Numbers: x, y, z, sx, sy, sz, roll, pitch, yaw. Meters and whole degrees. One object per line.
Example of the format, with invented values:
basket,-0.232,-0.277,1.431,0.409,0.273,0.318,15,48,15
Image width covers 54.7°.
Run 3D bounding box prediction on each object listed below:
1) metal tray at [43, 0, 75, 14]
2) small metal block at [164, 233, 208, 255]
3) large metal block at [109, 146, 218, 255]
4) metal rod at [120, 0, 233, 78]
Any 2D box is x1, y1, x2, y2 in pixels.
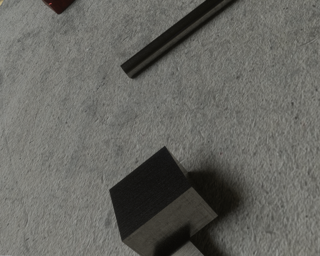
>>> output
metal tray,-0.212,-0.328,0.713,0.130,0.030,0.090,-45,51,-3
small metal block,0.026,0.142,0.303,0.050,0.025,0.050,-48,51,-6
large metal block,0.000,0.077,0.324,0.080,0.050,0.080,-39,30,2
metal rod,0.066,-0.177,0.478,0.300,0.025,0.025,-37,51,3
